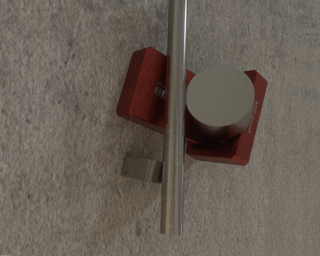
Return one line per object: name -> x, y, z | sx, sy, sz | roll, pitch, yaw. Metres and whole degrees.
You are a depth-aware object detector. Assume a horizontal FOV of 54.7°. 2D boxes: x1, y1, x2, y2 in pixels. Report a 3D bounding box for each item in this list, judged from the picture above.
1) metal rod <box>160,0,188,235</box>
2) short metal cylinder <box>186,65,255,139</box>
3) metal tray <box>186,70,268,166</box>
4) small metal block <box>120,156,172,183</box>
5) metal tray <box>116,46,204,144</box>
metal rod -> 0.019, -0.030, 0.373 | 0.025, 0.025, 0.299 | 14, 72, -40
short metal cylinder -> 0.076, -0.031, 0.388 | 0.050, 0.080, 0.080 | 54, 51, -66
metal tray -> 0.095, -0.015, 0.446 | 0.030, 0.090, 0.130 | 29, 72, -37
small metal block -> -0.012, 0.052, 0.381 | 0.050, 0.050, 0.025 | 16, 80, -39
metal tray -> 0.013, -0.039, 0.415 | 0.131, 0.030, 0.090 | 23, 75, -38
